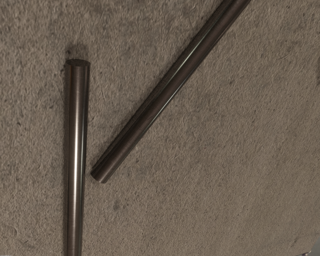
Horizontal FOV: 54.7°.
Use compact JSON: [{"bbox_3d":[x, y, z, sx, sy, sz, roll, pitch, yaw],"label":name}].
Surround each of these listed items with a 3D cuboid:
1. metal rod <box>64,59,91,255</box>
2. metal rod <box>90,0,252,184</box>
[{"bbox_3d":[-0.107,0.063,0.388,0.025,0.025,0.298,-5,121,-26],"label":"metal rod"},{"bbox_3d":[0.013,-0.052,0.383,0.025,0.025,0.299,32,100,-39],"label":"metal rod"}]
